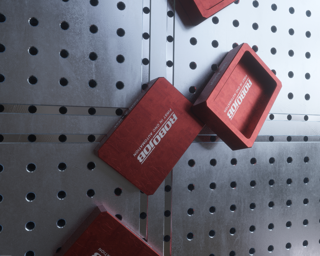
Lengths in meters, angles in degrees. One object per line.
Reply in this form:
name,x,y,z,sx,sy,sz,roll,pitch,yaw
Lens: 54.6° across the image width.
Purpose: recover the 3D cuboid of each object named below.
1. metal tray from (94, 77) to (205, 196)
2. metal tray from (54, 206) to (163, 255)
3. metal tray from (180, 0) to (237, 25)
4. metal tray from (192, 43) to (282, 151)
metal tray,-0.010,0.010,0.406,0.090,0.030,0.130,42,77,-15
metal tray,-0.056,0.173,0.390,0.130,0.030,0.090,45,76,-15
metal tray,0.055,-0.223,0.429,0.090,0.030,0.130,-36,102,-16
metal tray,0.112,-0.045,0.433,0.090,0.030,0.130,43,62,-15
